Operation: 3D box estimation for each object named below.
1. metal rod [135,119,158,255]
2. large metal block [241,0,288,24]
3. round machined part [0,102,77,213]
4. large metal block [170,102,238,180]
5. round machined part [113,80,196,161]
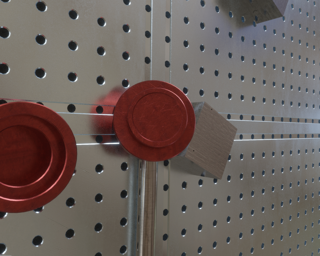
[{"bbox_3d":[-0.018,0.138,0.394,0.025,0.025,0.298,3,88,-40],"label":"metal rod"},{"bbox_3d":[0.187,-0.249,0.549,0.080,0.050,0.080,36,68,-34],"label":"large metal block"},{"bbox_3d":[-0.132,0.025,0.287,0.099,0.042,0.097,0,90,-40],"label":"round machined part"},{"bbox_3d":[0.056,0.018,0.440,0.080,0.050,0.080,34,69,-35],"label":"large metal block"},{"bbox_3d":[-0.005,-0.010,0.365,0.099,0.042,0.097,1,82,-9],"label":"round machined part"}]
